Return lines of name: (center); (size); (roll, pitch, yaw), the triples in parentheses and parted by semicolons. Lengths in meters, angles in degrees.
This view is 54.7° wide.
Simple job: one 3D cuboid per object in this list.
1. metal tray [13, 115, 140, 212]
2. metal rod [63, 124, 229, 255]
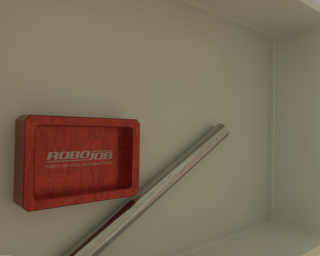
metal tray: (-0.083, 0.033, 0.334); (0.131, 0.030, 0.089); (2, 89, -40)
metal rod: (-0.002, 0.077, 0.407); (0.302, 0.025, 0.025); (-36, 113, -34)
